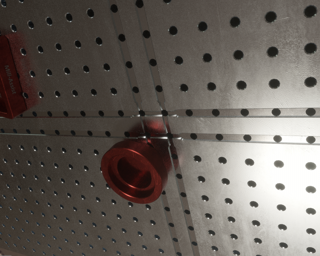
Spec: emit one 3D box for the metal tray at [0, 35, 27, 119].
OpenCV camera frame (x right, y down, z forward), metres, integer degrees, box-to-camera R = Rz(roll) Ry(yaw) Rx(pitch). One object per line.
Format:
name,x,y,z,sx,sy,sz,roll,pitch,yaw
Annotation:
metal tray,-0.273,-0.084,0.496,0.090,0.030,0.129,12,124,21

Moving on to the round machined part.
round machined part,-0.033,0.060,0.453,0.098,0.042,0.097,13,124,20
